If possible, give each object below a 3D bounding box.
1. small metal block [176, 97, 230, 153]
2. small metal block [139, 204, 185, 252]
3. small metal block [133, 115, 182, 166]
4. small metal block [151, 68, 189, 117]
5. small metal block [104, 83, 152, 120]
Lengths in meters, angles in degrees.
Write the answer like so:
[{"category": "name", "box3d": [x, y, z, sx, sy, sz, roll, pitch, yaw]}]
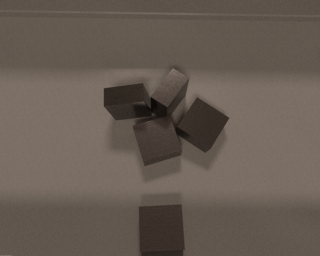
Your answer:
[{"category": "small metal block", "box3d": [0.054, -0.004, 0.408, 0.050, 0.025, 0.050, 33, 71, 3]}, {"category": "small metal block", "box3d": [0.002, 0.118, 0.366, 0.050, 0.025, 0.050, -2, 70, -2]}, {"category": "small metal block", "box3d": [-0.004, 0.017, 0.404, 0.050, 0.025, 0.050, -16, 71, -6]}, {"category": "small metal block", "box3d": [0.013, -0.043, 0.412, 0.025, 0.050, 0.050, 33, 73, 10]}, {"category": "small metal block", "box3d": [-0.041, -0.033, 0.404, 0.050, 0.050, 0.025, -7, 70, 7]}]
